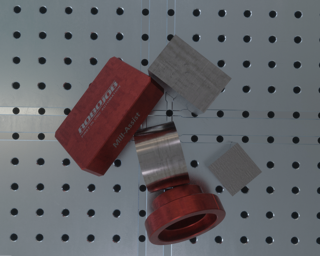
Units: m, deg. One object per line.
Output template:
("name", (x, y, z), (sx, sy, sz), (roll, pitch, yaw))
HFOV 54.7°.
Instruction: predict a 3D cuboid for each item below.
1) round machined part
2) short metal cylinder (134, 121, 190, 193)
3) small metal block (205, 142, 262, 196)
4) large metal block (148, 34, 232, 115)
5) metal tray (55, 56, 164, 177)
("round machined part", (0.028, 0.105, 0.387), (0.098, 0.098, 0.042), (-21, 55, 0))
("short metal cylinder", (0.002, 0.036, 0.386), (0.050, 0.080, 0.080), (-15, 90, 0))
("small metal block", (0.097, 0.054, 0.414), (0.050, 0.025, 0.050), (-40, 90, 0))
("large metal block", (0.033, -0.061, 0.386), (0.080, 0.080, 0.050), (38, 90, 0))
("metal tray", (-0.066, -0.017, 0.384), (0.090, 0.030, 0.130), (36, 90, 42))
